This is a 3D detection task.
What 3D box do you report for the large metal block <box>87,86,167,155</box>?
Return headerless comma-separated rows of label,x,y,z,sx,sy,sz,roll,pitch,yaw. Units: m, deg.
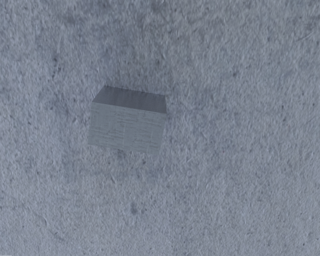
large metal block,-0.037,-0.012,0.375,0.081,0.080,0.050,9,110,-4
